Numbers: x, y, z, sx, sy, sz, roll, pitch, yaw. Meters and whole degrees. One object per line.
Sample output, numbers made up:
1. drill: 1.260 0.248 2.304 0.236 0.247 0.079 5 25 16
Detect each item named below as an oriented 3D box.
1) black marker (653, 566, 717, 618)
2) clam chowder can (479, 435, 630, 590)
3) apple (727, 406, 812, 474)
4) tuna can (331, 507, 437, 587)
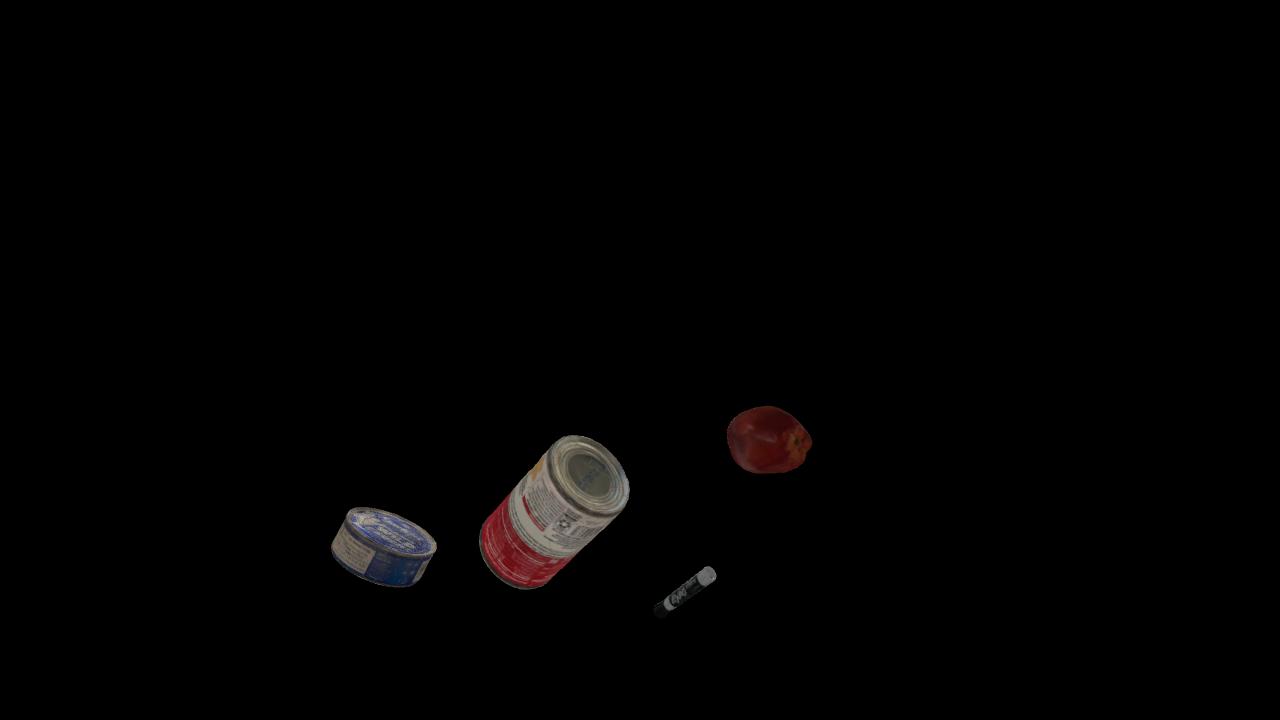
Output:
1. black marker: 0.053 0.294 0.770 0.020 0.020 0.121 0 -39 -42
2. clam chowder can: -0.062 0.110 0.443 0.068 0.068 0.102 0 -41 -50
3. apple: 0.138 0.087 0.670 0.079 0.079 0.093 0 2 -30
4. tuna can: -0.228 0.167 0.549 0.084 0.034 0.084 27 -3 1
